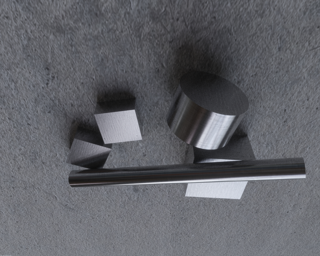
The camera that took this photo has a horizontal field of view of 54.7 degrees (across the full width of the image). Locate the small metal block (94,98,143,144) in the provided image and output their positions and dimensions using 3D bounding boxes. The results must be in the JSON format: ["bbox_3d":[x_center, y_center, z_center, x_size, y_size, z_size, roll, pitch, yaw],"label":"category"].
[{"bbox_3d":[-0.052,-0.009,0.399,0.050,0.025,0.050,-7,130,5],"label":"small metal block"}]

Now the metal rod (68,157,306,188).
[{"bbox_3d":[0.021,0.059,0.397,0.301,0.025,0.025,-5,131,17],"label":"metal rod"}]

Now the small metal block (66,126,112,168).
[{"bbox_3d":[-0.098,0.030,0.432,0.050,0.025,0.050,18,128,-15],"label":"small metal block"}]

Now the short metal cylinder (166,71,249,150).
[{"bbox_3d":[0.053,-0.021,0.354,0.081,0.080,0.050,12,129,-11],"label":"short metal cylinder"}]

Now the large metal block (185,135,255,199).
[{"bbox_3d":[0.080,0.054,0.438,0.081,0.050,0.079,4,130,-4],"label":"large metal block"}]
